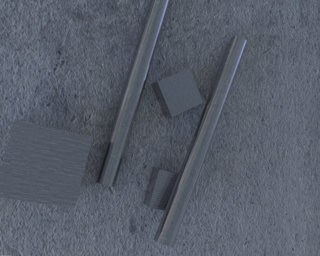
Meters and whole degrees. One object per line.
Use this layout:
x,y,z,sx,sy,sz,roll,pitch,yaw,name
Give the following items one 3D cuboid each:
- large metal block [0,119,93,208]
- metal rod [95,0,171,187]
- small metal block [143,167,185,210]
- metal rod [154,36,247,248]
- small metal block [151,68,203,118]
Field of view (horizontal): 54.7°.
-0.129,0.039,0.349,0.081,0.050,0.080,15,85,-20,large metal block
-0.027,-0.073,0.399,0.025,0.025,0.299,18,84,-20,metal rod
0.011,0.083,0.414,0.050,0.025,0.050,17,84,-20,small metal block
0.060,0.006,0.413,0.025,0.025,0.299,28,74,-18,metal rod
0.023,-0.047,0.419,0.050,0.025,0.050,-26,99,-19,small metal block
